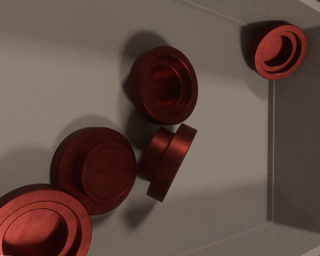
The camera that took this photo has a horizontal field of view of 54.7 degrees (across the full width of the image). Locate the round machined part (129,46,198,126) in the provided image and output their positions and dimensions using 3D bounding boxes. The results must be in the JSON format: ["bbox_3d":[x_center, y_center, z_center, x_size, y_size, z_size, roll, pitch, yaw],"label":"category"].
[{"bbox_3d":[0.000,-0.052,0.396,0.099,0.042,0.097,2,86,-40],"label":"round machined part"}]

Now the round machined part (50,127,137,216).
[{"bbox_3d":[-0.065,0.048,0.343,0.099,0.042,0.097,0,90,-40],"label":"round machined part"}]

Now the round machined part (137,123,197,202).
[{"bbox_3d":[0.006,0.037,0.380,0.042,0.098,0.098,26,68,7],"label":"round machined part"}]

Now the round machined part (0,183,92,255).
[{"bbox_3d":[-0.118,0.100,0.292,0.099,0.042,0.097,-4,98,-33],"label":"round machined part"}]

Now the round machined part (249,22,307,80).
[{"bbox_3d":[0.202,-0.138,0.548,0.099,0.042,0.097,-7,122,-11],"label":"round machined part"}]
